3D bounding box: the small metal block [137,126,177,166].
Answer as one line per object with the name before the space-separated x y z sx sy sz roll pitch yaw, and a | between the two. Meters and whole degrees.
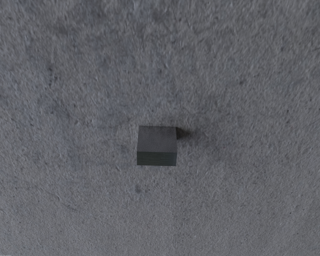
small metal block | -0.004 0.023 0.410 0.050 0.050 0.025 2 130 -2
